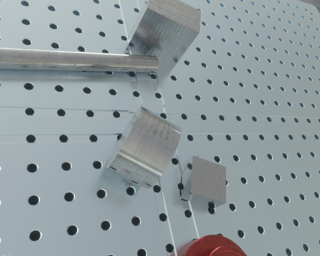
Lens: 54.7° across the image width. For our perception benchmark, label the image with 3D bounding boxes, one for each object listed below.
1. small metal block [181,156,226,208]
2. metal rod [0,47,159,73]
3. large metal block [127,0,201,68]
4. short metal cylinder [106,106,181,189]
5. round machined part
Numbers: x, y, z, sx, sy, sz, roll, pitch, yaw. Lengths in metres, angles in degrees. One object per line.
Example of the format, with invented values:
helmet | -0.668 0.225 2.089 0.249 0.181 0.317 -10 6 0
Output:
small metal block | 0.057 0.070 0.398 0.050 0.025 0.050 20 54 -17
metal rod | -0.138 -0.085 0.386 0.303 0.025 0.025 -5 64 -31
large metal block | 0.005 -0.149 0.468 0.080 0.080 0.050 20 54 -17
short metal cylinder | -0.019 0.022 0.351 0.050 0.080 0.080 30 52 -10
round machined part | 0.066 0.165 0.334 0.099 0.042 0.098 14 56 -21
